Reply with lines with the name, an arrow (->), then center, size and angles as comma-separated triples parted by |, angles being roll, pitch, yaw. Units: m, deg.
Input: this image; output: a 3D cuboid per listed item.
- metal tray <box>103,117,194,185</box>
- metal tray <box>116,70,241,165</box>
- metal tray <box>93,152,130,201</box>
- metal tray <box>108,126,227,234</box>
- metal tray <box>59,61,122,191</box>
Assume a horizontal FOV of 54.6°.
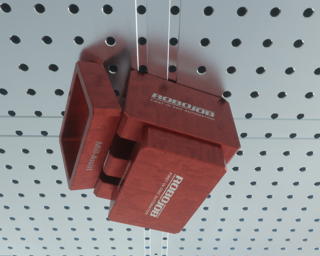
metal tray -> 0.000, 0.029, 0.392 | 0.131, 0.090, 0.030 | 15, 127, -14
metal tray -> 0.021, -0.013, 0.356 | 0.131, 0.090, 0.030 | 16, 129, -13
metal tray -> -0.017, 0.062, 0.421 | 0.131, 0.090, 0.030 | 16, 128, -14
metal tray -> 0.003, 0.064, 0.343 | 0.091, 0.030, 0.129 | 16, 128, -13
metal tray -> -0.087, 0.000, 0.364 | 0.030, 0.090, 0.129 | 1, 134, -30
